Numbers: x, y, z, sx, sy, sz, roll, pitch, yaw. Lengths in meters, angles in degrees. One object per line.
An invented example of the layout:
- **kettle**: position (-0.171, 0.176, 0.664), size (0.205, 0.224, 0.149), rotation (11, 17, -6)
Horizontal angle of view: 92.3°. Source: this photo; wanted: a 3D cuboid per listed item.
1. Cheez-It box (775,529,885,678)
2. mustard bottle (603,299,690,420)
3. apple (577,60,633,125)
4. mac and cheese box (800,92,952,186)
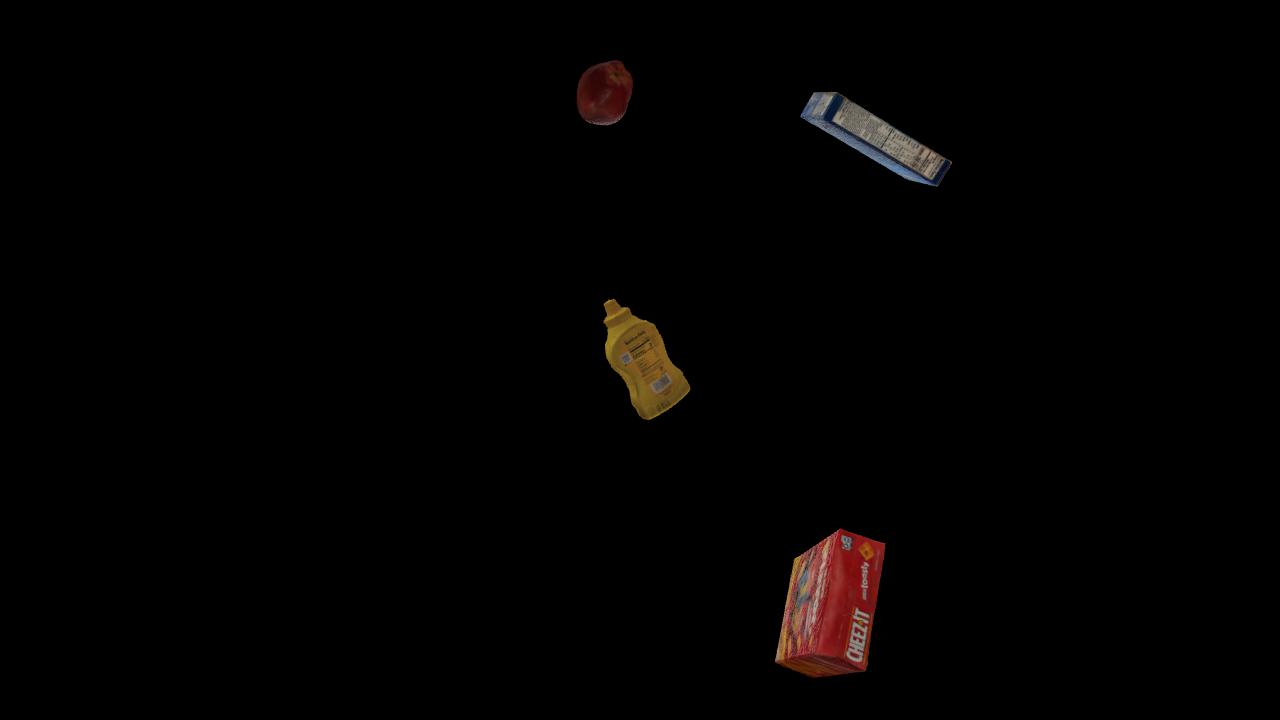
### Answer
- **Cheez-It box**: position (0.263, 0.349, 0.870), size (0.071, 0.166, 0.223), rotation (17, -29, 7)
- **mustard bottle**: position (-0.002, -0.009, 0.917), size (0.092, 0.184, 0.054), rotation (-33, 14, -14)
- **apple**: position (-0.050, -0.370, 0.856), size (0.079, 0.079, 0.093), rotation (0, -9, -30)
- **mac and cheese box**: position (0.310, -0.294, 0.816), size (0.184, 0.041, 0.093), rotation (24, 18, -13)
